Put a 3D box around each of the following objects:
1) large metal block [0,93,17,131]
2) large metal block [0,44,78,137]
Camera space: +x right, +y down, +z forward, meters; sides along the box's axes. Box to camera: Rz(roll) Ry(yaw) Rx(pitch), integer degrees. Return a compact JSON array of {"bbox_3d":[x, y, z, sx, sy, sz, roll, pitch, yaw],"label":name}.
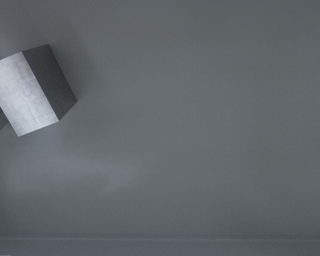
[{"bbox_3d":[-0.230,-0.021,0.365,0.080,0.080,0.050,31,151,-11],"label":"large metal block"},{"bbox_3d":[-0.147,-0.047,0.363,0.050,0.080,0.080,-20,109,7],"label":"large metal block"}]
